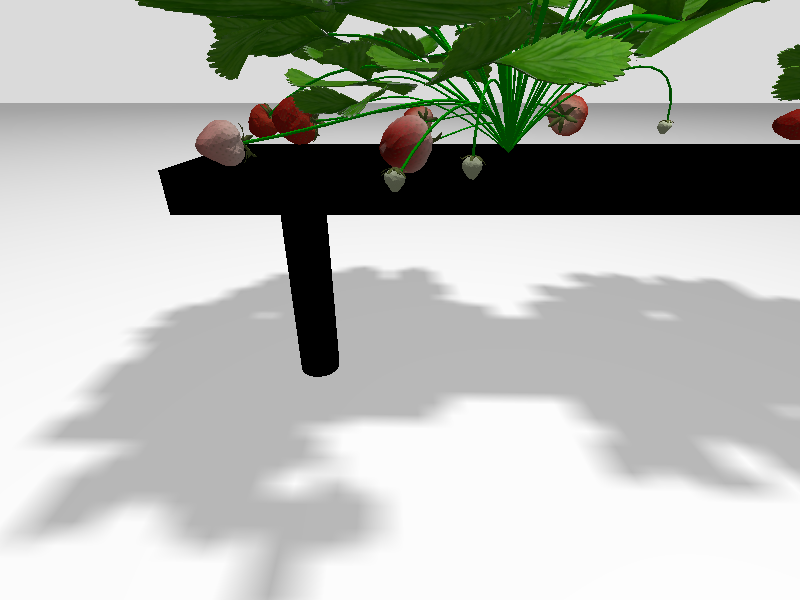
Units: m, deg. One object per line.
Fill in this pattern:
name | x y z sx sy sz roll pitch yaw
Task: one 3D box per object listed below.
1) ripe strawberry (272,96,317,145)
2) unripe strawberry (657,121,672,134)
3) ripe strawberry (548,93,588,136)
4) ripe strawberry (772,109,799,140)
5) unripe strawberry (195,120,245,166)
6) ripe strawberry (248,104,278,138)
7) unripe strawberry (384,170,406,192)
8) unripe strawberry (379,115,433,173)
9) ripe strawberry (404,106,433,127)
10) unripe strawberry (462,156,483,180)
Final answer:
ripe strawberry | -0.096 -0.167 0.369 0.041 0.043 0.038 7 28 15
unripe strawberry | 0.247 -0.161 0.374 0.010 0.011 0.011 -9 29 -17
ripe strawberry | 0.195 -0.213 0.462 0.042 0.044 0.046 17 31 29
ripe strawberry | 0.392 -0.175 0.397 0.034 0.029 0.034 14 31 26
unripe strawberry | -0.116 -0.100 0.257 0.029 0.028 0.031 -10 29 -18
ripe strawberry | -0.140 -0.181 0.408 0.031 0.032 0.028 -21 15 32
unripe strawberry | -0.003 -0.061 0.205 0.011 0.011 0.010 17 32 29
unripe strawberry | 0.002 -0.093 0.242 0.032 0.034 0.035 24 36 38
ripe strawberry | 0.018 -0.197 0.440 0.035 0.030 0.035 -14 30 -25
unripe strawberry | 0.037 -0.068 0.208 0.010 0.011 0.011 10 29 19
